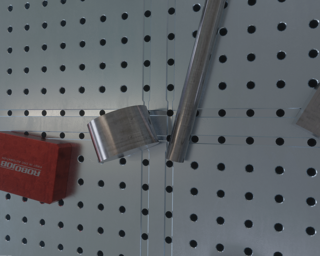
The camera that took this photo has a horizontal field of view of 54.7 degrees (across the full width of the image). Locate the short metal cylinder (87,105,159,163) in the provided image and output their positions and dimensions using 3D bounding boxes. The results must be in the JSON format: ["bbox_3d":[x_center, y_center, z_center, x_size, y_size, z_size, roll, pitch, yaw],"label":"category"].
[{"bbox_3d":[-0.047,0.008,0.400,0.080,0.080,0.050,-22,83,19],"label":"short metal cylinder"}]

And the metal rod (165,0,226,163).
[{"bbox_3d":[0.055,-0.102,0.392,0.025,0.025,0.298,16,95,19],"label":"metal rod"}]

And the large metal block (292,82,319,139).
[{"bbox_3d":[0.188,-0.006,0.317,0.080,0.080,0.050,31,100,17],"label":"large metal block"}]

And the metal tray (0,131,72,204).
[{"bbox_3d":[-0.206,0.058,0.483,0.130,0.030,0.089,9,93,19],"label":"metal tray"}]
